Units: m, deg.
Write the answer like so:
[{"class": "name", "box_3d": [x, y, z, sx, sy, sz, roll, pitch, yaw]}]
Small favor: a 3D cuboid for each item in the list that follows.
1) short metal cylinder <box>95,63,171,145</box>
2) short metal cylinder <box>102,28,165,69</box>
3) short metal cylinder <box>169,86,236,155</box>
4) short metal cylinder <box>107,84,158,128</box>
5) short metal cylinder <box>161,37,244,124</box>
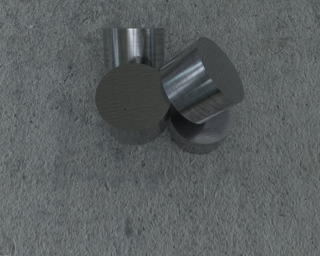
[{"class": "short metal cylinder", "box_3d": [-0.028, -0.026, 0.351, 0.081, 0.050, 0.080, 0, 70, 0]}, {"class": "short metal cylinder", "box_3d": [-0.034, -0.107, 0.412, 0.081, 0.080, 0.050, 0, 109, 0]}, {"class": "short metal cylinder", "box_3d": [0.052, -0.011, 0.400, 0.081, 0.050, 0.080, 0, 70, 0]}, {"class": "short metal cylinder", "box_3d": [-0.039, -0.030, 0.406, 0.081, 0.050, 0.080, 0, 70, 0]}, {"class": "short metal cylinder", "box_3d": [0.047, -0.051, 0.339, 0.050, 0.081, 0.080, -32, 67, 34]}]
